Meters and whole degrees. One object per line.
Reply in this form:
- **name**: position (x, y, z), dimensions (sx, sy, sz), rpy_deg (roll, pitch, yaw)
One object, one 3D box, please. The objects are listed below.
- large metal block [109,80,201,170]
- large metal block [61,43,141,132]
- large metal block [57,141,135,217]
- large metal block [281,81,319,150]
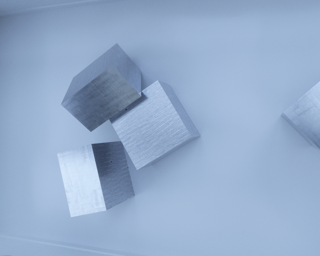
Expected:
- **large metal block**: position (-0.007, -0.003, 0.399), dimensions (0.080, 0.050, 0.080), rpy_deg (-33, 80, 16)
- **large metal block**: position (-0.072, -0.054, 0.398), dimensions (0.080, 0.080, 0.050), rpy_deg (-33, 119, 16)
- **large metal block**: position (-0.081, 0.063, 0.409), dimensions (0.050, 0.080, 0.080), rpy_deg (-15, 85, 19)
- **large metal block**: position (0.176, -0.023, 0.320), dimensions (0.080, 0.080, 0.050), rpy_deg (-44, 77, 14)
